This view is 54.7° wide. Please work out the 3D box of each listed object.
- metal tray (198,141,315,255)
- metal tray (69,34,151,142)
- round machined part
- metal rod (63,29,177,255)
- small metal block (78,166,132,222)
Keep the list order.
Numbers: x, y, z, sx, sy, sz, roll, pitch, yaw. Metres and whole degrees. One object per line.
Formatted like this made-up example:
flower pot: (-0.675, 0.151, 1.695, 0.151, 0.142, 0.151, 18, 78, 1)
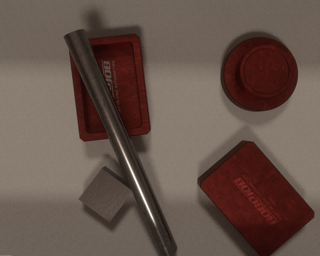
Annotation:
metal tray: (0.125, 0.092, 0.411, 0.090, 0.030, 0.130, -41, 91, 0)
metal tray: (-0.064, -0.052, 0.407, 0.091, 0.030, 0.129, -7, 90, -1)
round machined part: (0.132, -0.071, 0.405, 0.099, 0.042, 0.097, 0, 90, -1)
metal rod: (-0.043, 0.027, 0.383, 0.025, 0.025, 0.299, -22, 101, 0)
small metal block: (-0.070, 0.087, 0.411, 0.050, 0.025, 0.050, 37, 90, -1)
